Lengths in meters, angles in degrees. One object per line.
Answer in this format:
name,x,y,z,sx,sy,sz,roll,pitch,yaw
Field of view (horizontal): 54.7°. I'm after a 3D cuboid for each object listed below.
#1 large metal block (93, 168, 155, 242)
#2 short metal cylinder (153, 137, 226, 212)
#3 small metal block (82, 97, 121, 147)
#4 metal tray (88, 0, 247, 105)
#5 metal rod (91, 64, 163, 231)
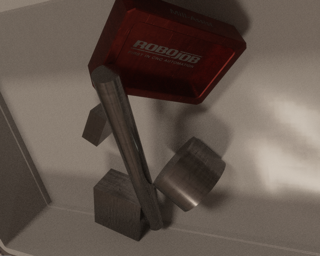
large metal block,-0.057,0.122,0.496,0.080,0.050,0.079,18,125,17
short metal cylinder,0.036,0.057,0.388,0.050,0.080,0.080,41,129,0
small metal block,-0.077,-0.010,0.425,0.025,0.050,0.050,33,129,6
metal tray,0.008,-0.069,0.302,0.089,0.131,0.030,-53,44,39
metal rod,-0.026,0.051,0.371,0.025,0.025,0.299,13,143,20
